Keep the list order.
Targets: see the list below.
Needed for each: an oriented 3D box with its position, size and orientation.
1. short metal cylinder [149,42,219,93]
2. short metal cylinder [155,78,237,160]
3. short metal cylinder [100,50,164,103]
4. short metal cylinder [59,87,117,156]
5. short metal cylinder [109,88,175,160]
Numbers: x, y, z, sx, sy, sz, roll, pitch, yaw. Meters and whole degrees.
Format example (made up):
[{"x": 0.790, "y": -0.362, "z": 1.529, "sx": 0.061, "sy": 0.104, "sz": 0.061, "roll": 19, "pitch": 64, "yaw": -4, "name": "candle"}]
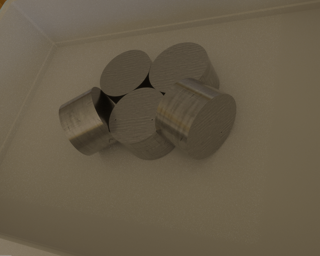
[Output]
[{"x": 0.033, "y": -0.066, "z": 0.411, "sx": 0.080, "sy": 0.050, "sz": 0.080, "roll": -13, "pitch": 56, "yaw": 21, "name": "short metal cylinder"}, {"x": 0.041, "y": -0.011, "z": 0.353, "sx": 0.050, "sy": 0.080, "sz": 0.080, "roll": 33, "pitch": 81, "yaw": 38, "name": "short metal cylinder"}, {"x": -0.039, "y": -0.066, "z": 0.449, "sx": 0.080, "sy": 0.050, "sz": 0.080, "roll": -13, "pitch": 56, "yaw": 21, "name": "short metal cylinder"}, {"x": -0.090, "y": -0.009, "z": 0.422, "sx": 0.050, "sy": 0.080, "sz": 0.080, "roll": -27, "pitch": 52, "yaw": 11, "name": "short metal cylinder"}, {"x": -0.018, "y": -0.005, "z": 0.400, "sx": 0.080, "sy": 0.050, "sz": 0.080, "roll": -13, "pitch": 56, "yaw": 21, "name": "short metal cylinder"}]
